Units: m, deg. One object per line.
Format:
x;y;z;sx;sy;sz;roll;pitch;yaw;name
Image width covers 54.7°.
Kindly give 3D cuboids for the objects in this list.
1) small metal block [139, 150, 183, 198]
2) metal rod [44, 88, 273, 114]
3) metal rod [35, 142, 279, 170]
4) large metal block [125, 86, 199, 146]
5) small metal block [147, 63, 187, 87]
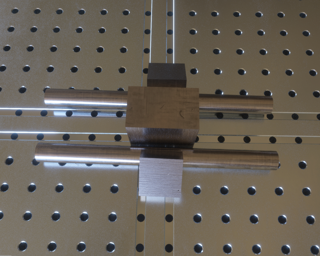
0.001;0.055;0.375;0.050;0.025;0.050;3;108;0;small metal block
-0.002;-0.036;0.420;0.302;0.025;0.025;2;70;0;metal rod
-0.004;0.036;0.395;0.302;0.025;0.025;2;70;0;metal rod
0.003;-0.010;0.381;0.081;0.080;0.050;2;70;0;large metal block
0.009;-0.066;0.420;0.050;0.025;0.050;1;36;0;small metal block
